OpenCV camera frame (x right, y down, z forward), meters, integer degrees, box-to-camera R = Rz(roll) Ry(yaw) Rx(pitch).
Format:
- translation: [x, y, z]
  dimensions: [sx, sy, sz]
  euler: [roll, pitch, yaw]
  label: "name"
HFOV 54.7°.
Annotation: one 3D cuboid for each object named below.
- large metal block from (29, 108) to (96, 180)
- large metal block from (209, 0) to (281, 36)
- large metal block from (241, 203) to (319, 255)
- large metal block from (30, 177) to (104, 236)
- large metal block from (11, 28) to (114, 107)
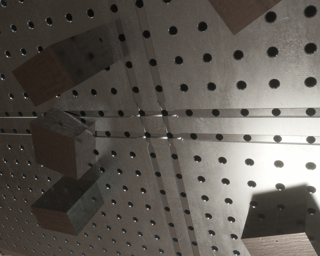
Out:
- translation: [-0.150, 0.024, 0.487]
  dimensions: [0.080, 0.050, 0.079]
  euler: [18, 126, 17]
  label: "large metal block"
- translation: [0.067, -0.134, 0.257]
  dimensions: [0.050, 0.080, 0.080]
  euler: [-32, 101, 38]
  label: "large metal block"
- translation: [0.165, 0.151, 0.401]
  dimensions: [0.080, 0.050, 0.080]
  euler: [-22, 107, 36]
  label: "large metal block"
- translation: [-0.159, 0.134, 0.539]
  dimensions: [0.080, 0.080, 0.050]
  euler: [1, 119, 27]
  label: "large metal block"
- translation: [-0.120, -0.076, 0.390]
  dimensions: [0.080, 0.080, 0.050]
  euler: [-18, 109, 35]
  label: "large metal block"
